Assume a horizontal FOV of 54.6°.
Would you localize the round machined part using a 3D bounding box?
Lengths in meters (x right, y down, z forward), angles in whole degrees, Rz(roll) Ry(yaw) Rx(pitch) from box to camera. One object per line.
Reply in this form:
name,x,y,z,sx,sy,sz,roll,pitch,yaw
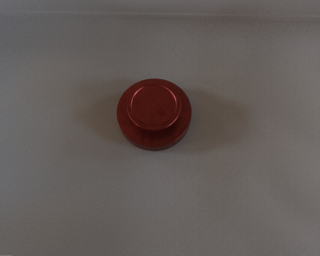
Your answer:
round machined part,-0.007,-0.022,0.406,0.099,0.042,0.098,0,70,0
